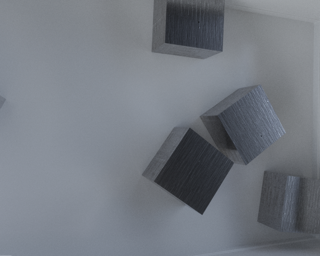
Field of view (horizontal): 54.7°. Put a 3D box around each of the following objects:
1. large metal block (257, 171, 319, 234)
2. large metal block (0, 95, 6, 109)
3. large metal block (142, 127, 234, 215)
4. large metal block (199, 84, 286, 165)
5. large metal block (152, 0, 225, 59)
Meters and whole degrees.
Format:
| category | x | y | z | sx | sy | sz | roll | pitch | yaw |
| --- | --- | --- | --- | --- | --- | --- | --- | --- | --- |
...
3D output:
| category | x | y | z | sx | sy | sz | roll | pitch | yaw |
| --- | --- | --- | --- | --- | --- | --- | --- | --- | --- |
| large metal block | 0.204 | 0.113 | 0.475 | 0.081 | 0.050 | 0.080 | 10 | 87 | -20 |
| large metal block | -0.208 | -0.028 | 0.304 | 0.080 | 0.080 | 0.050 | 28 | 81 | -18 |
| large metal block | 0.037 | 0.055 | 0.412 | 0.080 | 0.050 | 0.080 | 38 | 78 | -17 |
| large metal block | 0.118 | -0.005 | 0.442 | 0.080 | 0.050 | 0.080 | -35 | 102 | -17 |
| large metal block | 0.037 | -0.141 | 0.412 | 0.081 | 0.050 | 0.079 | 3 | 89 | -20 |
